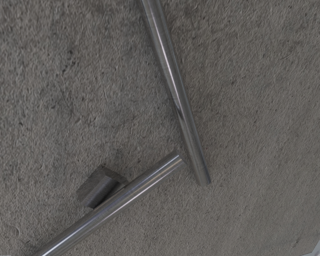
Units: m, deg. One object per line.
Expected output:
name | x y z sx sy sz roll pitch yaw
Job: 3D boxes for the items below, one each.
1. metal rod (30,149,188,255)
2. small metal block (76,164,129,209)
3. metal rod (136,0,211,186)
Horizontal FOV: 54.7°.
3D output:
metal rod | -0.092 0.125 0.404 0.300 0.025 0.025 -37 130 8
small metal block | -0.075 0.084 0.418 0.050 0.025 0.050 -48 129 5
metal rod | 0.028 -0.027 0.405 0.025 0.025 0.299 -29 128 -10
